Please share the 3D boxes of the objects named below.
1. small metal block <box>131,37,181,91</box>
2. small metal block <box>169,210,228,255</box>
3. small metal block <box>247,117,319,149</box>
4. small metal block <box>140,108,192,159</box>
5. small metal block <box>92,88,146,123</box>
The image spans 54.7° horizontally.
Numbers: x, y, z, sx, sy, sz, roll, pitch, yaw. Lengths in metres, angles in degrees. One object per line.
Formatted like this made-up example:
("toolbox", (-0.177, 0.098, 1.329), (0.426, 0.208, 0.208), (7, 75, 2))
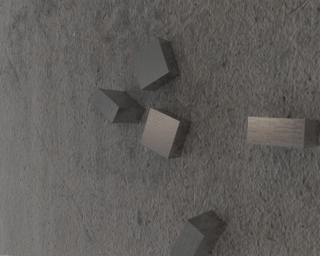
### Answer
("small metal block", (-0.006, -0.083, 0.410), (0.050, 0.025, 0.050), (-27, 74, 37))
("small metal block", (0.044, 0.126, 0.352), (0.025, 0.050, 0.050), (36, 112, 34))
("small metal block", (0.117, 0.003, 0.292), (0.050, 0.050, 0.025), (5, 93, 40))
("small metal block", (0.007, 0.006, 0.399), (0.050, 0.025, 0.050), (27, 107, 36))
("small metal block", (-0.058, -0.031, 0.436), (0.050, 0.050, 0.025), (41, 115, 32))
